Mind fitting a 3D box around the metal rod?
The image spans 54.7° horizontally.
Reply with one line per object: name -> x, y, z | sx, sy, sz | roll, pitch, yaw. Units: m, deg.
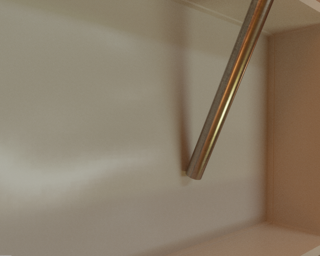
metal rod -> 0.094, -0.065, 0.405 | 0.025, 0.025, 0.298 | 2, 115, -40
